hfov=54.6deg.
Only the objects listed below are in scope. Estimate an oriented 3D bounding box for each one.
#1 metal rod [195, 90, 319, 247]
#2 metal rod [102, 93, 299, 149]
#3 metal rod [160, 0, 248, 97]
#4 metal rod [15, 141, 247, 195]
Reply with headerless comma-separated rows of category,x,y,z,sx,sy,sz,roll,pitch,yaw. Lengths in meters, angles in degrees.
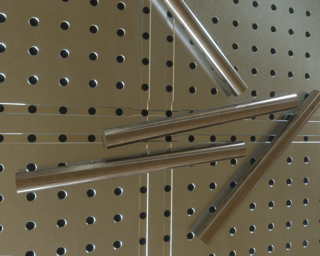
metal rod,0.159,0.053,0.470,0.301,0.025,0.025,-46,105,-14
metal rod,0.070,-0.014,0.438,0.302,0.025,0.025,-12,94,-20
metal rod,0.023,-0.165,0.420,0.025,0.025,0.300,-44,104,-14
metal rod,-0.021,0.047,0.404,0.302,0.025,0.025,-7,92,-20
